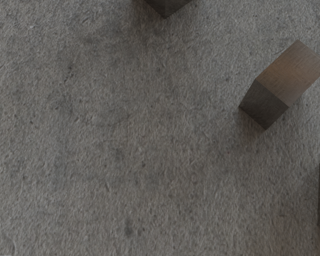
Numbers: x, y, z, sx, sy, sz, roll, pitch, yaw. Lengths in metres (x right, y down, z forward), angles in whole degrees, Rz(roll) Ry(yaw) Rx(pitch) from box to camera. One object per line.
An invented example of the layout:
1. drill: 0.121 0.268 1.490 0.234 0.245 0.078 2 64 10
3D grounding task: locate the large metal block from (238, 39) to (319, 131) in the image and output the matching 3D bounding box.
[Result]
1. large metal block: 0.157 -0.053 0.400 0.080 0.080 0.050 -42 76 -14

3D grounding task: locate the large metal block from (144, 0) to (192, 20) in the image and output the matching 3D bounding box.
1. large metal block: 0.012 -0.231 0.479 0.080 0.050 0.080 -39 75 -13

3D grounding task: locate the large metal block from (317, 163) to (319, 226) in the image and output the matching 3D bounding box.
1. large metal block: 0.241 0.083 0.368 0.080 0.050 0.080 11 70 3
